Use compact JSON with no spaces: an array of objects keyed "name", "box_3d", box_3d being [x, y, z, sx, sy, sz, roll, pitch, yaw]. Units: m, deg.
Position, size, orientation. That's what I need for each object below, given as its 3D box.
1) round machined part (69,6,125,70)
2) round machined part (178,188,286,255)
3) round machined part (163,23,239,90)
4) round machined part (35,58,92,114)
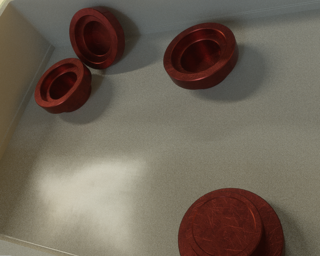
[{"name":"round machined part","box_3d":[-0.098,-0.150,0.513,0.098,0.097,0.042,5,27,30]},{"name":"round machined part","box_3d":[0.063,0.099,0.290,0.098,0.042,0.098,-14,46,15]},{"name":"round machined part","box_3d":[0.058,-0.092,0.420,0.098,0.042,0.098,-13,56,20]},{"name":"round machined part","box_3d":[-0.154,-0.065,0.513,0.098,0.042,0.098,-13,56,20]}]
